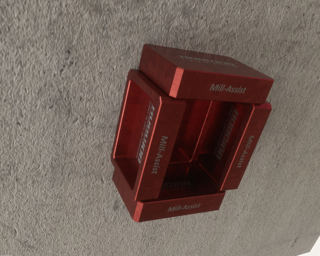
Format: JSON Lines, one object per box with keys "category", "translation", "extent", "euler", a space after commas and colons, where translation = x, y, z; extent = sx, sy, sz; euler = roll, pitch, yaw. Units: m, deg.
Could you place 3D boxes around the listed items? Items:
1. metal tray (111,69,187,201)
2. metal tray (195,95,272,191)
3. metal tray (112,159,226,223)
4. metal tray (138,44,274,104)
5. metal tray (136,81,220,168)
{"category": "metal tray", "translation": [-0.019, 0.007, 0.361], "extent": [0.030, 0.090, 0.129], "euler": [1, 118, -29]}
{"category": "metal tray", "translation": [0.087, 0.008, 0.420], "extent": [0.030, 0.090, 0.129], "euler": [1, 118, -29]}
{"category": "metal tray", "translation": [0.012, 0.078, 0.422], "extent": [0.131, 0.090, 0.030], "euler": [1, 118, -29]}
{"category": "metal tray", "translation": [0.052, -0.062, 0.357], "extent": [0.131, 0.090, 0.030], "euler": [1, 118, -29]}
{"category": "metal tray", "translation": [0.021, -0.007, 0.413], "extent": [0.091, 0.030, 0.129], "euler": [1, 118, -29]}
